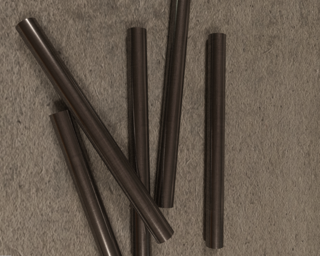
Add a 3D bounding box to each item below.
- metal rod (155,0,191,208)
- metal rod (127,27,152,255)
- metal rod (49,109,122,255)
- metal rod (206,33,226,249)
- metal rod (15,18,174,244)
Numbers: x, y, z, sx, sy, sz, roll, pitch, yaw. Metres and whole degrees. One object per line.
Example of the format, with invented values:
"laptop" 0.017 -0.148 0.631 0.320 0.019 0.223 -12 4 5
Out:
"metal rod" 0.018 -0.045 0.416 0.025 0.025 0.298 6 88 -20
"metal rod" -0.026 0.023 0.400 0.025 0.025 0.298 -2 91 -20
"metal rod" -0.073 0.122 0.382 0.025 0.025 0.298 -20 97 -19
"metal rod" 0.079 0.018 0.439 0.025 0.025 0.298 1 90 -20
"metal rod" -0.073 0.007 0.366 0.025 0.025 0.299 -34 95 -17
